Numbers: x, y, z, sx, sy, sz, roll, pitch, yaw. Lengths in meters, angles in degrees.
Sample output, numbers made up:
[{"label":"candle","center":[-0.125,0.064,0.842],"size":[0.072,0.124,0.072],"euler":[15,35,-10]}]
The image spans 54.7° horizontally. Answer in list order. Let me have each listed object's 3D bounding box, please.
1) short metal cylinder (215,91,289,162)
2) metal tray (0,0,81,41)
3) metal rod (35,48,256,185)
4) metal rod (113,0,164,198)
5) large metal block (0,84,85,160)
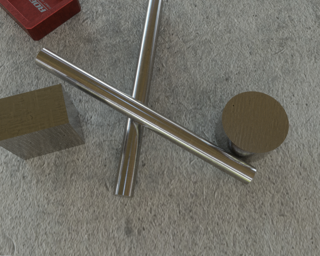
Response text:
[{"label":"short metal cylinder","center":[0.115,0.000,0.396],"size":[0.081,0.050,0.080],"euler":[0,70,0]},{"label":"metal tray","center":[-0.199,-0.206,0.478],"size":[0.090,0.030,0.130],"euler":[-42,76,-14]},{"label":"metal rod","center":[-0.017,-0.015,0.387],"size":[0.301,0.025,0.025],"euler":[30,72,0]},{"label":"metal rod","center":[-0.026,-0.056,0.428],"size":[0.025,0.025,0.299],"euler":[7,70,2]},{"label":"large metal block","center":[-0.145,-0.004,0.379],"size":[0.081,0.080,0.050],"euler":[-15,71,-6]}]
